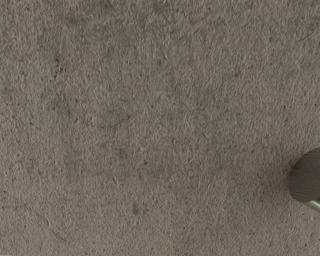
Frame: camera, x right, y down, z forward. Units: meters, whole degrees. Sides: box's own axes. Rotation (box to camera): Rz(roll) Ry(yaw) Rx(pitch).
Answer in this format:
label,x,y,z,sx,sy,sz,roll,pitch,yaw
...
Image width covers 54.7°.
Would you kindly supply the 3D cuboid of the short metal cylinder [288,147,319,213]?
label,x,y,z,sx,sy,sz,roll,pitch,yaw
short metal cylinder,0.219,0.072,0.409,0.050,0.080,0.080,29,107,-10
